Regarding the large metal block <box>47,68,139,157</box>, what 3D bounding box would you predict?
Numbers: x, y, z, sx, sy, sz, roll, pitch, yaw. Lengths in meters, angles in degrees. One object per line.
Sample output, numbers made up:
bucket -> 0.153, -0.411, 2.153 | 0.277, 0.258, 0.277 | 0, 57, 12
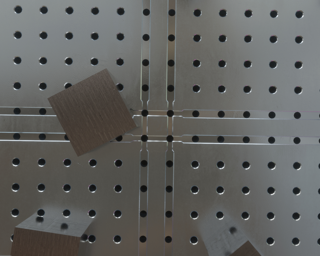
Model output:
large metal block -> -0.082, -0.019, 0.400 | 0.080, 0.050, 0.080 | -27, 90, 0

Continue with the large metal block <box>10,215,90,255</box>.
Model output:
large metal block -> -0.142, 0.165, 0.400 | 0.080, 0.050, 0.080 | 9, 90, 0

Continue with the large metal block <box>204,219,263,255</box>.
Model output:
large metal block -> 0.105, 0.172, 0.387 | 0.050, 0.080, 0.080 | -40, 90, 0
